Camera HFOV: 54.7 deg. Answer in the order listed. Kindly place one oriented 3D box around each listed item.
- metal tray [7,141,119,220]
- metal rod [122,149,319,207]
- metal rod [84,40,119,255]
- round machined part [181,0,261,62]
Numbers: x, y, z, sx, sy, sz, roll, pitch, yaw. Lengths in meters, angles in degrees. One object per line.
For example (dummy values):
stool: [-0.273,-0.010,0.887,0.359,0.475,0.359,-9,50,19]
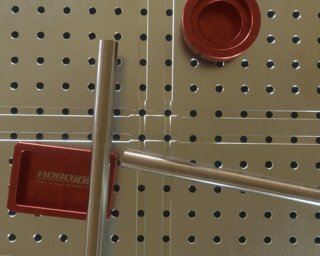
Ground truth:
metal tray: [-0.125,0.069,0.409,0.131,0.030,0.089,7,90,-1]
metal rod: [0.100,0.070,0.414,0.302,0.025,0.025,11,90,-1]
metal rod: [-0.074,0.043,0.381,0.025,0.025,0.298,4,90,-1]
round machined part: [0.077,-0.135,0.406,0.099,0.042,0.097,0,90,-1]
